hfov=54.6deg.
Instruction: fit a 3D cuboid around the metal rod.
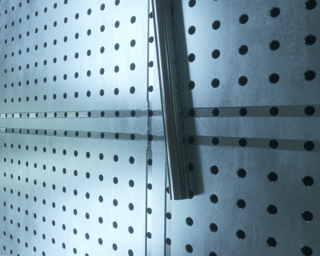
[{"bbox_3d":[0.011,-0.060,0.401,0.025,0.025,0.299,-9,84,40],"label":"metal rod"}]
